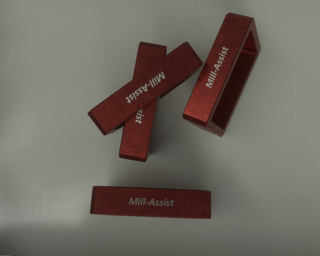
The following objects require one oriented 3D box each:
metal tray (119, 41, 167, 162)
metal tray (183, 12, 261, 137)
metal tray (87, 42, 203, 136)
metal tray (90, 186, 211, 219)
[{"bbox_3d":[-0.018,-0.029,0.378,0.030,0.090,0.129,10,90,1],"label":"metal tray"},{"bbox_3d":[0.079,-0.059,0.377,0.030,0.090,0.129,24,90,25],"label":"metal tray"},{"bbox_3d":[-0.017,-0.042,0.366,0.130,0.090,0.030,-36,92,-2],"label":"metal tray"},{"bbox_3d":[-0.010,0.092,0.376,0.131,0.090,0.030,2,74,0],"label":"metal tray"}]
